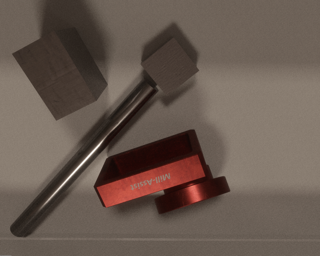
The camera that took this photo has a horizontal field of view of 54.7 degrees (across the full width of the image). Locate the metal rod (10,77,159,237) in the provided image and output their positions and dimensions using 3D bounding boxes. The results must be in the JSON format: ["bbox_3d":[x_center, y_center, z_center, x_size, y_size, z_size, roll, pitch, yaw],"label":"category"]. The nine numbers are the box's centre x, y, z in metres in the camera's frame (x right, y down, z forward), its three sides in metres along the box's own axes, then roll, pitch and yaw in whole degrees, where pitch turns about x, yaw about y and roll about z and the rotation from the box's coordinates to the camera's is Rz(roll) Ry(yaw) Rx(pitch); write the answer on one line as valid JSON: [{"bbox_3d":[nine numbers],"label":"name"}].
[{"bbox_3d":[-0.112,0.049,0.427,0.025,0.025,0.299,40,105,-14],"label":"metal rod"}]

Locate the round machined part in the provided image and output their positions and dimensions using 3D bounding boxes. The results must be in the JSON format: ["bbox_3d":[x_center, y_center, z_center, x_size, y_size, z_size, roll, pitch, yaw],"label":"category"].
[{"bbox_3d":[0.039,0.079,0.412,0.098,0.098,0.042,-20,75,7],"label":"round machined part"}]

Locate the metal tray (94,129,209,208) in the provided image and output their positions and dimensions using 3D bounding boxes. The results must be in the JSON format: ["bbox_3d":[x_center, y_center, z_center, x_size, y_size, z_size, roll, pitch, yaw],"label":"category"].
[{"bbox_3d":[-0.010,0.048,0.393,0.131,0.090,0.030,-19,106,6],"label":"metal tray"}]

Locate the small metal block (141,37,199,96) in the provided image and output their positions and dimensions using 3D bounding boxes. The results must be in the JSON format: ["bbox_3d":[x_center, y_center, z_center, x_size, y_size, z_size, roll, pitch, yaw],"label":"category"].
[{"bbox_3d":[0.012,-0.076,0.382,0.050,0.025,0.050,-38,106,10],"label":"small metal block"}]

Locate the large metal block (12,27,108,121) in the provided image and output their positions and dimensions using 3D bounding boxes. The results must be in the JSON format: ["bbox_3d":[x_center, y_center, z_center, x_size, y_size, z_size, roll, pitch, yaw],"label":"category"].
[{"bbox_3d":[-0.108,-0.065,0.356,0.050,0.080,0.080,-25,108,9],"label":"large metal block"}]
